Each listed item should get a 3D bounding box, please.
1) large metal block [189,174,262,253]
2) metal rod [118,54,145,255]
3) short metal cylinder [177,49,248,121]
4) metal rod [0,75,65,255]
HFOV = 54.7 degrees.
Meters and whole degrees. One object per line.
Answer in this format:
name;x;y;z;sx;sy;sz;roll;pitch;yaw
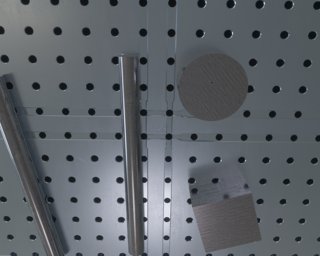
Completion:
large metal block;0.093;0.123;0.446;0.080;0.050;0.080;-15;110;5
metal rod;-0.038;0.051;0.431;0.025;0.025;0.298;-1;110;0
short metal cylinder;0.061;-0.054;0.381;0.081;0.050;0.079;0;110;0
metal rod;-0.185;0.075;0.439;0.025;0.025;0.298;-9;110;3
